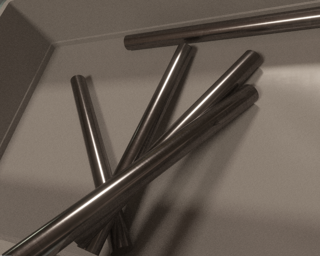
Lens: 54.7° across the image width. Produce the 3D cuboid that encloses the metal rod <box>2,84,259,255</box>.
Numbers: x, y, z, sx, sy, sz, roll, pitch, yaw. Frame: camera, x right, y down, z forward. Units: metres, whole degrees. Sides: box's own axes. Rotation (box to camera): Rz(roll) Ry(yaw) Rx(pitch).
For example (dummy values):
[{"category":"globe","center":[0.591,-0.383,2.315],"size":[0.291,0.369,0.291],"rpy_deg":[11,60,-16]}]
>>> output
[{"category":"metal rod","center":[-0.001,0.032,0.304],"size":[0.302,0.025,0.025],"rpy_deg":[-34,46,-29]}]

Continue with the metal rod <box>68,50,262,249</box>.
[{"category":"metal rod","center":[0.018,0.010,0.353],"size":[0.301,0.025,0.025],"rpy_deg":[-45,50,-18]}]

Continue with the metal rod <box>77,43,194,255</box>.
[{"category":"metal rod","center":[-0.019,0.007,0.391],"size":[0.025,0.025,0.300],"rpy_deg":[8,60,31]}]

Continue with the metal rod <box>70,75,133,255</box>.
[{"category":"metal rod","center":[-0.091,0.028,0.434],"size":[0.025,0.025,0.300],"rpy_deg":[-31,52,8]}]

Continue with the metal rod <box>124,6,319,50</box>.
[{"category":"metal rod","center":[0.079,-0.141,0.449],"size":[0.300,0.025,0.025],"rpy_deg":[1,62,28]}]
